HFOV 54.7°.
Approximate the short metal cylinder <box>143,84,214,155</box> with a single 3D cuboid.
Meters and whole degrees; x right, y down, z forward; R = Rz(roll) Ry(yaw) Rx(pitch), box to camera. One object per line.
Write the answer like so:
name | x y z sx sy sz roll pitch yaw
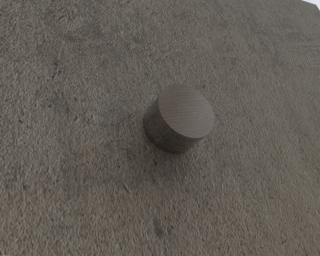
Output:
short metal cylinder | 0.024 -0.011 0.411 0.081 0.050 0.080 14 56 -21
